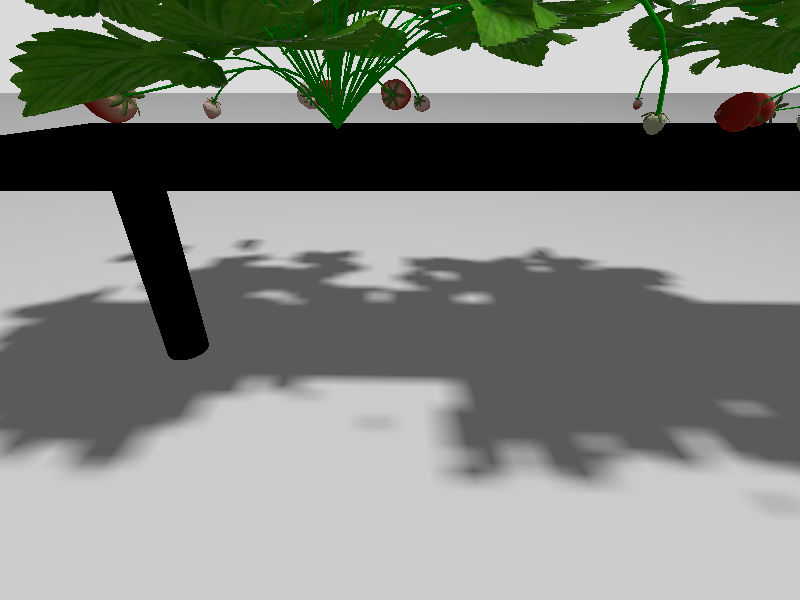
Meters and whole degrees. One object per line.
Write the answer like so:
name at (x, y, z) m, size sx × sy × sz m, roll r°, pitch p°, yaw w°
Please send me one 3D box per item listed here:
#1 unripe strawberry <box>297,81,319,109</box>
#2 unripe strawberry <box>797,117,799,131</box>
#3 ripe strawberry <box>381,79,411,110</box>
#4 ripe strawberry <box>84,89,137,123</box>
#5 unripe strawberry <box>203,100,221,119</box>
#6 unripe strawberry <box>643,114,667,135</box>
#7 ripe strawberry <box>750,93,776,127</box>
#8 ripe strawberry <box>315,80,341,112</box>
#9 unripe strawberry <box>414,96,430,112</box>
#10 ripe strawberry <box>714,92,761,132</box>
unripe strawberry at (-0.129, -0.291, 0.569) m, size 0.034 × 0.036 × 0.037 m, roll -7°, pitch 29°, yaw -13°
unripe strawberry at (0.266, -0.115, 0.262) m, size 0.010 × 0.011 × 0.011 m, roll -13°, pitch 31°, yaw -23°
ripe strawberry at (-0.004, -0.265, 0.517) m, size 0.039 × 0.035 × 0.036 m, roll 5°, pitch 29°, yaw 10°
ripe strawberry at (-0.280, -0.194, 0.378) m, size 0.051 × 0.049 × 0.047 m, roll 8°, pitch 30°, yaw 16°
unripe strawberry at (-0.194, -0.195, 0.412) m, size 0.017 × 0.017 × 0.018 m, roll -33°, pitch -8°, yaw -45°
unripe strawberry at (0.124, -0.086, 0.196) m, size 0.010 × 0.010 × 0.009 m, roll 21°, pitch 35°, yaw 33°
ripe strawberry at (0.285, -0.154, 0.325) m, size 0.028 × 0.024 × 0.028 m, roll 2°, pitch 29°, yaw 4°
ripe strawberry at (-0.091, -0.259, 0.509) m, size 0.035 × 0.037 × 0.037 m, roll -5°, pitch 25°, yaw -9°
unripe strawberry at (0.027, -0.233, 0.477) m, size 0.020 × 0.018 × 0.018 m, roll 12°, pitch 5°, yaw 20°
ripe strawberry at (0.253, -0.142, 0.302) m, size 0.029 × 0.028 × 0.026 m, roll -5°, pitch 29°, yaw -5°
